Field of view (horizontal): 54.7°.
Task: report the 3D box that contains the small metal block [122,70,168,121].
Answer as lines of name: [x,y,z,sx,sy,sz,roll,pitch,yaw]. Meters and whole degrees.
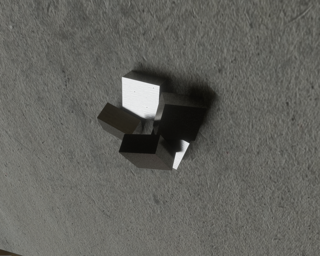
small metal block: [-0.019,-0.041,0.392,0.050,0.025,0.050,16,125,18]

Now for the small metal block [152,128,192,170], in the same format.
small metal block: [0.013,0.020,0.413,0.050,0.025,0.050,29,128,9]

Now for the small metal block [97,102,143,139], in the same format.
small metal block: [-0.052,-0.004,0.417,0.050,0.025,0.050,29,164,8]

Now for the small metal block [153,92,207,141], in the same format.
small metal block: [0.023,-0.013,0.373,0.050,0.025,0.050,5,128,-15]

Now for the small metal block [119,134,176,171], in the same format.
small metal block: [-0.015,0.030,0.386,0.050,0.025,0.050,0,151,28]
